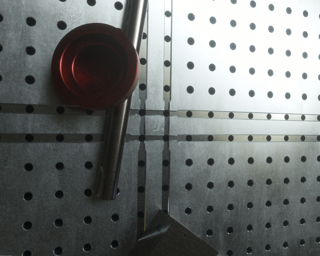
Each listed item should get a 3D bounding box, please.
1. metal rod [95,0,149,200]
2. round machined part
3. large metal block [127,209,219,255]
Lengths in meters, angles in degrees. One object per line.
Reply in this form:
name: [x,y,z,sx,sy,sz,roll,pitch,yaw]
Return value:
metal rod: [-0.045,-0.059,0.396,0.025,0.025,0.298,10,87,-20]
round machined part: [-0.072,-0.069,0.365,0.099,0.042,0.097,0,86,5]
large metal block: [0.015,0.168,0.406,0.080,0.050,0.080,41,77,-16]
